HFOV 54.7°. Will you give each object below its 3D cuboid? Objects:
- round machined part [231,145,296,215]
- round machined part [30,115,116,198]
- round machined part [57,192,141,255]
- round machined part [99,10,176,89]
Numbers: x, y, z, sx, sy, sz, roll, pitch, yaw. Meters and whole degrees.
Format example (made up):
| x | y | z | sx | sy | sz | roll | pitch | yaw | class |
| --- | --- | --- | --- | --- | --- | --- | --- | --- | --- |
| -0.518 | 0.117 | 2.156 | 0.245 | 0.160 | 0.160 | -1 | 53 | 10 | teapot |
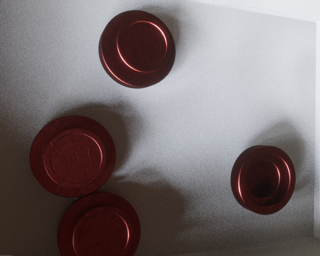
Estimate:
| x | y | z | sx | sy | sz | roll | pitch | yaw | class |
| --- | --- | --- | --- | --- | --- | --- | --- | --- | --- |
| 0.145 | 0.073 | 0.455 | 0.099 | 0.042 | 0.097 | 0 | 90 | -20 | round machined part |
| -0.100 | 0.034 | 0.365 | 0.099 | 0.042 | 0.097 | 0 | 90 | -20 | round machined part |
| -0.070 | 0.126 | 0.368 | 0.099 | 0.042 | 0.098 | 4 | 80 | -20 | round machined part |
| -0.025 | -0.101 | 0.392 | 0.099 | 0.042 | 0.097 | 0 | 90 | -20 | round machined part |
